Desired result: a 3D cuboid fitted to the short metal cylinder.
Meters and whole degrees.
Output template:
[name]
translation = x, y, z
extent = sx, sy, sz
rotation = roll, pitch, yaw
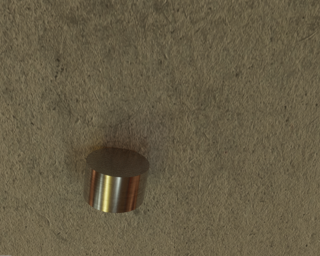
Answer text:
[short metal cylinder]
translation = -0.057, 0.066, 0.404
extent = 0.080, 0.080, 0.050
rotation = 9, 110, -3
